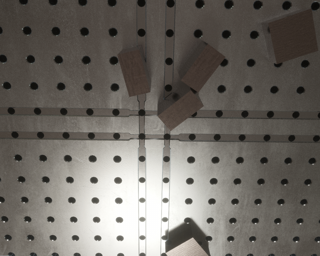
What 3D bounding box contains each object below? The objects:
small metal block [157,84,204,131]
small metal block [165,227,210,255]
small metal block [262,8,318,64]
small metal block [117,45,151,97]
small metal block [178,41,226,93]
[{"bbox_3d":[0.024,-0.029,0.390,0.050,0.050,0.025,-37,106,12],"label":"small metal block"},{"bbox_3d":[0.043,0.191,0.485,0.050,0.025,0.050,-34,107,11],"label":"small metal block"},{"bbox_3d":[0.157,-0.111,0.375,0.050,0.025,0.050,-18,109,6],"label":"small metal block"},{"bbox_3d":[-0.029,-0.070,0.374,0.025,0.050,0.050,-13,110,4],"label":"small metal block"},{"bbox_3d":[0.048,-0.075,0.373,0.025,0.050,0.050,33,106,-12],"label":"small metal block"}]
